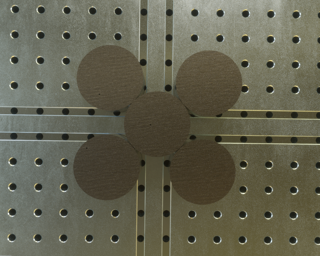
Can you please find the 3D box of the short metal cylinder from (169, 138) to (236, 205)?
[{"bbox_3d":[0.052,0.053,0.401,0.081,0.050,0.079,0,90,-1],"label":"short metal cylinder"}]

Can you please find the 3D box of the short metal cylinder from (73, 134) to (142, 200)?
[{"bbox_3d":[-0.065,0.047,0.399,0.081,0.050,0.079,0,90,-1],"label":"short metal cylinder"}]

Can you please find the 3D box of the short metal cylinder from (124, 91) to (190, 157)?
[{"bbox_3d":[-0.003,-0.005,0.400,0.081,0.050,0.079,0,90,-1],"label":"short metal cylinder"}]

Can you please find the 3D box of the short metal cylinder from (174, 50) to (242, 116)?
[{"bbox_3d":[0.059,-0.054,0.399,0.081,0.050,0.079,0,90,-1],"label":"short metal cylinder"}]

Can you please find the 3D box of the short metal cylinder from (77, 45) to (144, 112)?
[{"bbox_3d":[-0.061,-0.061,0.399,0.081,0.050,0.079,0,90,-1],"label":"short metal cylinder"}]
